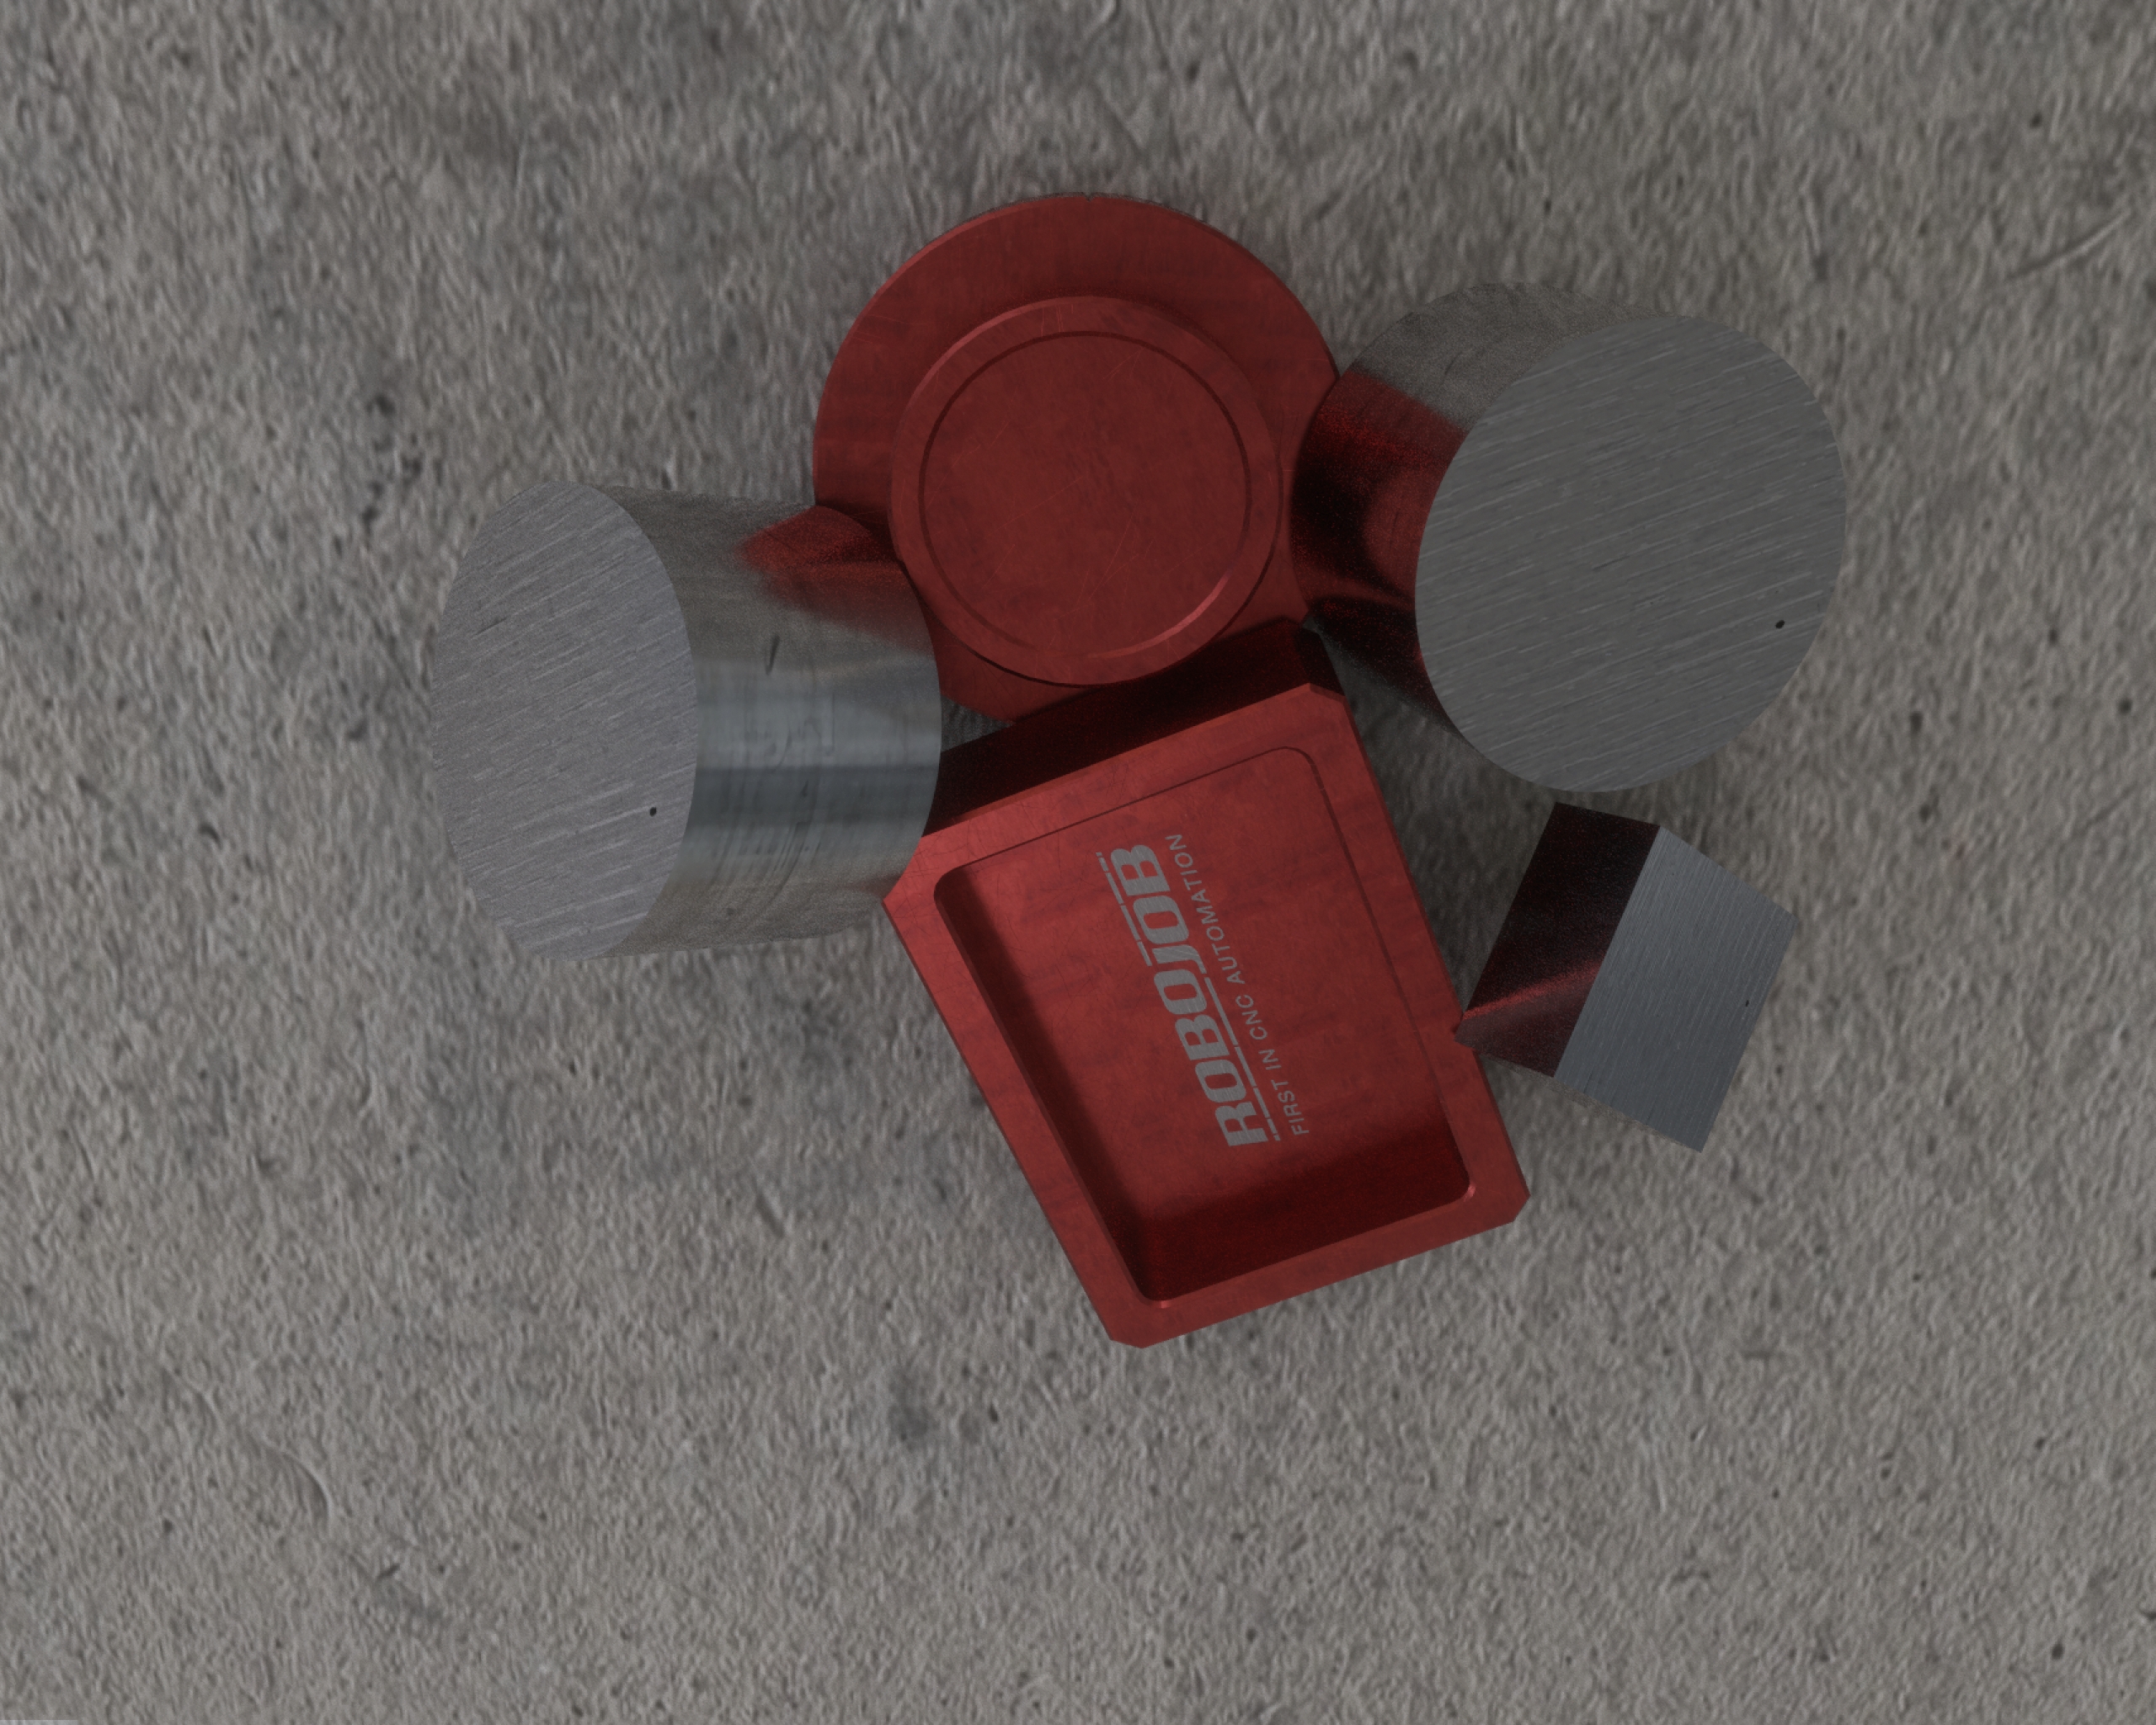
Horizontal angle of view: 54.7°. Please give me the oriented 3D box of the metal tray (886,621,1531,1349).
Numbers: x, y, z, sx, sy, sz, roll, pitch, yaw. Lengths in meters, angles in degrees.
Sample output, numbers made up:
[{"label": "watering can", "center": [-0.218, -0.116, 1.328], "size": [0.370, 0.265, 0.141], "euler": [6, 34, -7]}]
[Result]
[{"label": "metal tray", "center": [0.026, 0.028, 0.407], "size": [0.090, 0.030, 0.129], "euler": [-21, 119, 7]}]

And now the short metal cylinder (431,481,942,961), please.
[{"label": "short metal cylinder", "center": [-0.070, -0.024, 0.365], "size": [0.050, 0.080, 0.079], "euler": [-4, 118, -46]}]

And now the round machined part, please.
[{"label": "round machined part", "center": [0.001, -0.069, 0.377], "size": [0.099, 0.042, 0.097], "euler": [0, 110, 0]}]

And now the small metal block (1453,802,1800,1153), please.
[{"label": "small metal block", "center": [0.106, 0.022, 0.401], "size": [0.050, 0.025, 0.050], "euler": [27, 85, -37]}]

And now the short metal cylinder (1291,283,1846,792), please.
[{"label": "short metal cylinder", "center": [0.085, -0.058, 0.366], "size": [0.081, 0.050, 0.079], "euler": [-7, 113, -17]}]
